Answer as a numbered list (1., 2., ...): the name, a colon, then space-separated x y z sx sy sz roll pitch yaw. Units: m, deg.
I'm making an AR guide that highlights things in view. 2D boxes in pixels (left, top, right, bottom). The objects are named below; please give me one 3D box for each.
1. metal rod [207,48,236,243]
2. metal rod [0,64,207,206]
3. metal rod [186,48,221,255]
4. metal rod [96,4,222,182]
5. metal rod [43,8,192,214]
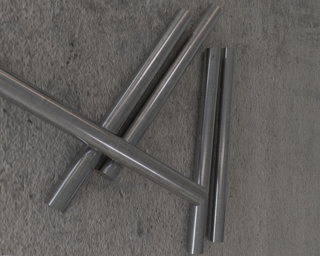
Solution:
1. metal rod: 0.097 0.024 0.485 0.025 0.025 0.298 8 85 -40
2. metal rod: -0.065 0.009 0.319 0.301 0.025 0.025 34 69 -25
3. metal rod: 0.065 0.030 0.458 0.025 0.025 0.298 10 84 -40
4. metal rod: 0.010 -0.062 0.412 0.025 0.025 0.300 47 62 -30
5. metal rod: -0.037 -0.038 0.373 0.025 0.025 0.300 45 63 -31
